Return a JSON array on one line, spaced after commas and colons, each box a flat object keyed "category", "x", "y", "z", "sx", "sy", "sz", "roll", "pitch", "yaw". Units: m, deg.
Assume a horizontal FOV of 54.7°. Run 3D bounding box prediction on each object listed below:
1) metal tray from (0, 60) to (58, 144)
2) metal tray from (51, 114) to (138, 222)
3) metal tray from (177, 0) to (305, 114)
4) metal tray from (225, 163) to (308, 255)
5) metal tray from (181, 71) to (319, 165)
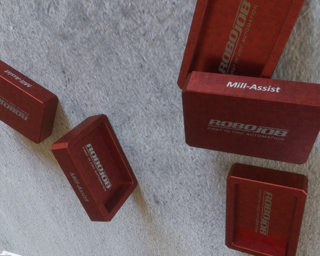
[{"category": "metal tray", "x": -0.231, "y": -0.043, "z": 0.495, "sx": 0.130, "sy": 0.030, "sz": 0.089, "roll": 32, "pitch": 128, "yaw": 7}, {"category": "metal tray", "x": -0.087, "y": 0.057, "z": 0.443, "sx": 0.030, "sy": 0.090, "sz": 0.129, "roll": -9, "pitch": 114, "yaw": 32}, {"category": "metal tray", "x": 0.076, "y": -0.086, "z": 0.309, "sx": 0.090, "sy": 0.030, "sz": 0.129, "roll": 23, "pitch": 127, "yaw": 14}, {"category": "metal tray", "x": 0.134, "y": 0.113, "z": 0.402, "sx": 0.090, "sy": 0.030, "sz": 0.129, "roll": 8, "pitch": 122, "yaw": 23}, {"category": "metal tray", "x": 0.092, "y": -0.009, "z": 0.322, "sx": 0.131, "sy": 0.030, "sz": 0.090, "roll": 9, "pitch": 141, "yaw": 15}]
